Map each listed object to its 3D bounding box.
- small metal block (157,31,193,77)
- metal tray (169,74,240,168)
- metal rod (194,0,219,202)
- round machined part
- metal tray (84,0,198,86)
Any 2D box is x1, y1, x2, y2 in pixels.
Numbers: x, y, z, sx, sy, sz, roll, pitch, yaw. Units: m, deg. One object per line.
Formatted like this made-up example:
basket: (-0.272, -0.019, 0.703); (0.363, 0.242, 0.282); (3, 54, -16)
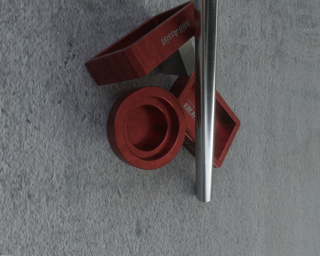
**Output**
small metal block: (0.017, -0.096, 0.399); (0.025, 0.050, 0.050); (-49, 134, -26)
metal tray: (0.061, -0.013, 0.457); (0.130, 0.030, 0.090); (45, 63, -31)
metal rod: (0.056, -0.021, 0.386); (0.025, 0.025, 0.298); (-33, 132, -35)
round machined part: (-0.020, -0.001, 0.376); (0.099, 0.042, 0.097); (-3, 95, -34)
metal tray: (-0.012, -0.099, 0.354); (0.131, 0.090, 0.030); (-45, 118, -31)
